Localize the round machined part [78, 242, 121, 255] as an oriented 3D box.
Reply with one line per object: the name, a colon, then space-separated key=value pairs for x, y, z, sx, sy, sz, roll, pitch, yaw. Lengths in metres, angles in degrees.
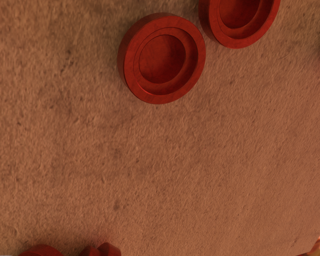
round machined part: x=-0.101 y=0.209 z=0.442 sx=0.042 sy=0.098 sz=0.098 roll=35 pitch=99 yaw=-13

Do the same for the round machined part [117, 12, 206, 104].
round machined part: x=-0.001 y=-0.079 z=0.347 sx=0.099 sy=0.042 sz=0.097 roll=-14 pitch=125 yaw=-21

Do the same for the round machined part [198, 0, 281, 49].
round machined part: x=0.086 y=-0.144 z=0.355 sx=0.099 sy=0.042 sz=0.097 roll=-14 pitch=125 yaw=-21

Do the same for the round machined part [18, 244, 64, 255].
round machined part: x=-0.158 y=0.206 z=0.398 sx=0.042 sy=0.098 sz=0.097 roll=-17 pitch=135 yaw=-64
